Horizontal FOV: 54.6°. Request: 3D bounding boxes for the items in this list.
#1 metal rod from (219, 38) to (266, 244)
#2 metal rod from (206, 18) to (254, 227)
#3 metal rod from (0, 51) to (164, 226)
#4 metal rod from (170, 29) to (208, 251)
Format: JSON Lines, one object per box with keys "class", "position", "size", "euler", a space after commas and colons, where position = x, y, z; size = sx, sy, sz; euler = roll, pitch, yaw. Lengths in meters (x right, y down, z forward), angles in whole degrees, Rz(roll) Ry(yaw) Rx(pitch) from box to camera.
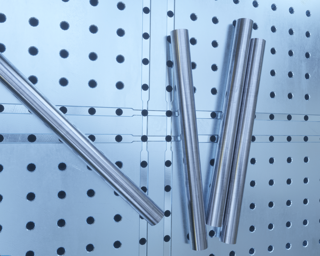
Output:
{"class": "metal rod", "position": [0.122, 0.017, 0.457], "size": [0.025, 0.025, 0.299], "euler": [11, 86, -20]}
{"class": "metal rod", "position": [0.101, -0.010, 0.449], "size": [0.025, 0.025, 0.299], "euler": [11, 86, -20]}
{"class": "metal rod", "position": [-0.103, 0.013, 0.374], "size": [0.025, 0.025, 0.300], "euler": [-47, 105, -14]}
{"class": "metal rod", "position": [0.040, 0.017, 0.427], "size": [0.025, 0.025, 0.298], "euler": [-6, 92, -20]}
